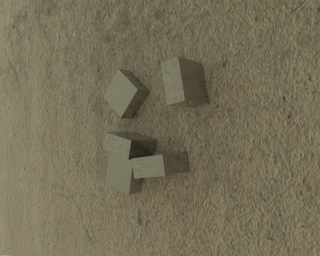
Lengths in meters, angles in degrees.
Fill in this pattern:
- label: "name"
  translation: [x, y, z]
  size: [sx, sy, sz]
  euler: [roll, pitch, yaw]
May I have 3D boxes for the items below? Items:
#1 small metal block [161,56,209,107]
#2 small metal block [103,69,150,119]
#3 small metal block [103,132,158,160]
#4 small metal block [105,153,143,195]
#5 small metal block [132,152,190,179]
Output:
- label: "small metal block"
  translation: [0.030, -0.052, 0.364]
  size: [0.025, 0.050, 0.050]
  euler: [-14, 81, 39]
- label: "small metal block"
  translation: [-0.049, -0.049, 0.445]
  size: [0.050, 0.025, 0.050]
  euler: [48, 119, 29]
- label: "small metal block"
  translation: [-0.040, 0.022, 0.422]
  size: [0.050, 0.050, 0.025]
  euler: [15, 100, 39]
- label: "small metal block"
  translation: [-0.050, 0.062, 0.447]
  size: [0.050, 0.025, 0.050]
  euler: [14, 99, 39]
- label: "small metal block"
  translation: [0.002, 0.046, 0.387]
  size: [0.050, 0.050, 0.025]
  euler: [-12, 83, 39]
